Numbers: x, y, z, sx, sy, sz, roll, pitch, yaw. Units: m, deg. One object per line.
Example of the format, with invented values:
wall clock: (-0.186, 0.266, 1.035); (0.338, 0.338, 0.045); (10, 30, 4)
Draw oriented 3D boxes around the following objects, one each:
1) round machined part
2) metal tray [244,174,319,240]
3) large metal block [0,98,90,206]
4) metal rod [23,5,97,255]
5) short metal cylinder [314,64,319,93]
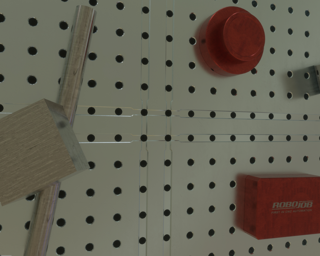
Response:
round machined part: (0.110, -0.126, 0.444); (0.099, 0.042, 0.097); (0, 90, -20)
metal tray: (0.196, 0.120, 0.482); (0.131, 0.030, 0.089); (2, 89, -20)
large metal block: (-0.134, 0.025, 0.329); (0.080, 0.050, 0.080); (-25, 85, 0)
metal rod: (-0.117, 0.002, 0.369); (0.025, 0.025, 0.298); (12, 86, -20)
short metal cylinder: (0.294, -0.086, 0.492); (0.081, 0.080, 0.050); (-17, 96, -19)
